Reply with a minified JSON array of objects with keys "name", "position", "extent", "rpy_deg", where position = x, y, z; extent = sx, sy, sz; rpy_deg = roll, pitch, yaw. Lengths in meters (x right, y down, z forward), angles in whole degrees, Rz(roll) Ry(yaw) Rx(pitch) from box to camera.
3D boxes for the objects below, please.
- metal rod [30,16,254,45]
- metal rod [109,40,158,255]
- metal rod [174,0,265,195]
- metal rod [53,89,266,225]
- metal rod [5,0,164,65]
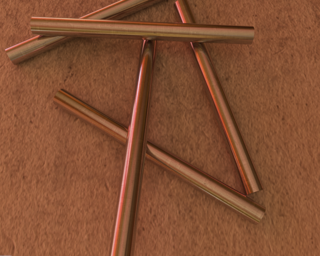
[{"name":"metal rod","position":[-0.024,-0.135,0.429],"extent":[0.302,0.025,0.025],"rpy_deg":[3,70,0]},{"name":"metal rod","position":[-0.027,0.005,0.379],"extent":[0.025,0.025,0.299],"rpy_deg":[5,60,1]},{"name":"metal rod","position":[0.075,-0.056,0.429],"extent":[0.025,0.025,0.299],"rpy_deg":[-15,71,-6]},{"name":"metal rod","position":[-0.008,0.031,0.396],"extent":[0.301,0.025,0.025],"rpy_deg":[30,73,10]},{"name":"metal rod","position":[-0.082,-0.170,0.469],"extent":[0.302,0.025,0.025],"rpy_deg":[-27,73,-10]}]
